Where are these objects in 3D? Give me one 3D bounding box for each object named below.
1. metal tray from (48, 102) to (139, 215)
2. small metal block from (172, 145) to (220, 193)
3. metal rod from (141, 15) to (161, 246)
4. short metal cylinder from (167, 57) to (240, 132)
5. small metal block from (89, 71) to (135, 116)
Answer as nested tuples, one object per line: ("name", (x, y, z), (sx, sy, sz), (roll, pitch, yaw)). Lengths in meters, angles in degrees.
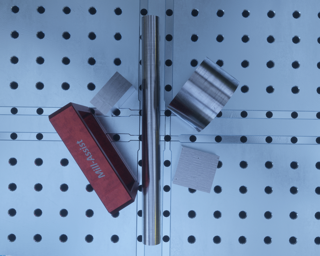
("metal tray", (-0.075, 0.033, 0.379), (0.030, 0.090, 0.130), (-33, 90, 0))
("small metal block", (0.047, 0.054, 0.415), (0.050, 0.025, 0.050), (15, 90, -1))
("metal rod", (-0.012, 0.003, 0.413), (0.025, 0.025, 0.298), (0, 90, -1))
("short metal cylinder", (0.053, -0.041, 0.386), (0.050, 0.080, 0.080), (38, 90, -1))
("small metal block", (-0.059, -0.042, 0.399), (0.025, 0.050, 0.050), (41, 90, -1))
